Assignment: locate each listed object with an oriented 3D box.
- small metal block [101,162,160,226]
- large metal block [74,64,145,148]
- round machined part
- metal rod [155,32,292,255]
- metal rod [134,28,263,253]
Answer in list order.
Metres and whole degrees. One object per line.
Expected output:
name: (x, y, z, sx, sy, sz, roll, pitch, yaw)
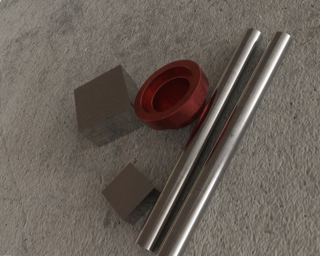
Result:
small metal block: (-0.034, 0.079, 0.372, 0.050, 0.025, 0.050, -46, 52, -5)
large metal block: (-0.071, -0.031, 0.443, 0.080, 0.050, 0.080, -26, 53, 11)
round machined part: (0.019, -0.037, 0.396, 0.098, 0.042, 0.098, -24, 43, 24)
metal rod: (0.080, 0.012, 0.353, 0.025, 0.025, 0.300, 20, 72, 35)
metal rod: (0.054, 0.002, 0.373, 0.025, 0.025, 0.300, 18, 71, 35)
